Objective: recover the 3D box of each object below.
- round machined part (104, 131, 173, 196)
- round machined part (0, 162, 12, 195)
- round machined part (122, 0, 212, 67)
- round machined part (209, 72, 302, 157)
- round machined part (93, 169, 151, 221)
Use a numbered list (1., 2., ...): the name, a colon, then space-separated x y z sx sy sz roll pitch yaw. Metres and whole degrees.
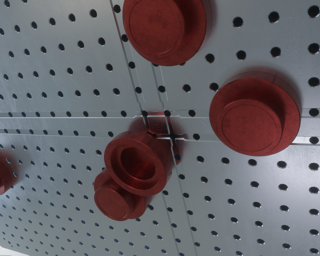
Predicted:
1. round machined part: -0.027 0.046 0.444 0.098 0.042 0.097 13 124 21
2. round machined part: -0.371 0.106 0.663 0.098 0.042 0.097 13 124 21
3. round machined part: 0.002 -0.112 0.330 0.098 0.042 0.097 13 124 21
4. round machined part: 0.101 -0.009 0.342 0.098 0.042 0.097 13 124 21
5. round machined part: -0.068 0.113 0.506 0.098 0.042 0.097 13 124 21
